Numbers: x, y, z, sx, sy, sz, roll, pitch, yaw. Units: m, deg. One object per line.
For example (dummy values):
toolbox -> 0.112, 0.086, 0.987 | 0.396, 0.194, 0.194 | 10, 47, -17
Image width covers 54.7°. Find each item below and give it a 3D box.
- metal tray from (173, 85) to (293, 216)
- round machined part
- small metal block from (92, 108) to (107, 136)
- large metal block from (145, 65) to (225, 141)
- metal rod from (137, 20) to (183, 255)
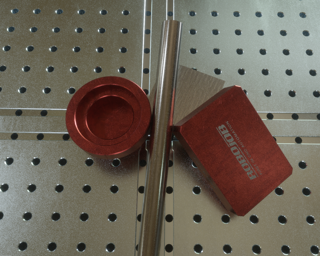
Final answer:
metal tray -> 0.088, 0.027, 0.369 | 0.090, 0.030, 0.130 | -37, 99, -12
round machined part -> -0.058, -0.009, 0.373 | 0.099, 0.042, 0.098 | -1, 71, 3
small metal block -> -0.073, -0.011, 0.412 | 0.050, 0.025, 0.050 | -21, 72, -8
large metal block -> 0.030, -0.031, 0.407 | 0.080, 0.050, 0.080 | 22, 71, 7
metal rod -> -0.001, 0.025, 0.356 | 0.025, 0.025, 0.298 | 6, 86, 2
